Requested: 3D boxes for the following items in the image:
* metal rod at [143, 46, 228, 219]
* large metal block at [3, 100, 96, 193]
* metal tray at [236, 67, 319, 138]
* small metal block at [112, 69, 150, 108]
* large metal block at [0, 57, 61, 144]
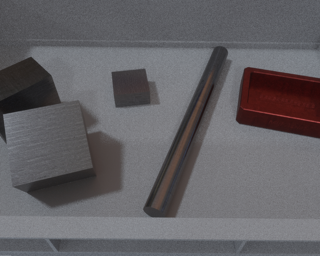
[{"bbox_3d":[0.047,-0.017,0.419,0.025,0.025,0.301,16,52,13],"label":"metal rod"},{"bbox_3d":[-0.122,0.022,0.352,0.081,0.050,0.080,-13,73,-11],"label":"large metal block"},{"bbox_3d":[0.179,-0.037,0.435,0.131,0.030,0.090,11,51,8],"label":"metal tray"},{"bbox_3d":[-0.043,-0.059,0.454,0.050,0.025,0.050,-7,50,-6],"label":"small metal block"},{"bbox_3d":[-0.175,-0.030,0.392,0.080,0.080,0.050,-35,58,-26],"label":"large metal block"}]
